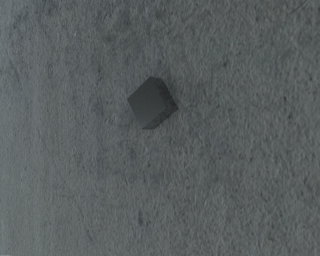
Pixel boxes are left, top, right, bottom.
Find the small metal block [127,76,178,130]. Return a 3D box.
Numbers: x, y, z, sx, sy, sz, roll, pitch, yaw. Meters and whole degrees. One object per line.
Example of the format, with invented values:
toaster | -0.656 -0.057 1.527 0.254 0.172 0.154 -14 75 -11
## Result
small metal block | -0.011 -0.032 0.415 0.050 0.025 0.050 -40 66 33
